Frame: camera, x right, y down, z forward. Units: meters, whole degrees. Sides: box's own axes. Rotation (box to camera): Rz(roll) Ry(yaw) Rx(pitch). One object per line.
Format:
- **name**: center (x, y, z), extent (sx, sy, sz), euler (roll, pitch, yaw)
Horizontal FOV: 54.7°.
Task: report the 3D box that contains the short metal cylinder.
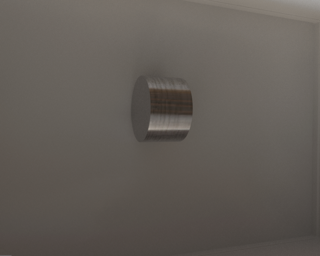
- **short metal cylinder**: center (0.000, -0.023, 0.380), extent (0.050, 0.080, 0.079), euler (0, 90, -20)
